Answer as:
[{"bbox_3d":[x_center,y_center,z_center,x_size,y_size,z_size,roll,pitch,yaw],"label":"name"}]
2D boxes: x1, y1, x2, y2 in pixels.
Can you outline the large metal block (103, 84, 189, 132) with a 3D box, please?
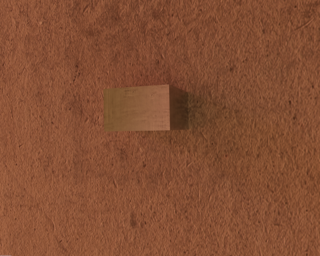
[{"bbox_3d":[-0.014,-0.022,0.385,0.080,0.080,0.050,-1,90,19],"label":"large metal block"}]
